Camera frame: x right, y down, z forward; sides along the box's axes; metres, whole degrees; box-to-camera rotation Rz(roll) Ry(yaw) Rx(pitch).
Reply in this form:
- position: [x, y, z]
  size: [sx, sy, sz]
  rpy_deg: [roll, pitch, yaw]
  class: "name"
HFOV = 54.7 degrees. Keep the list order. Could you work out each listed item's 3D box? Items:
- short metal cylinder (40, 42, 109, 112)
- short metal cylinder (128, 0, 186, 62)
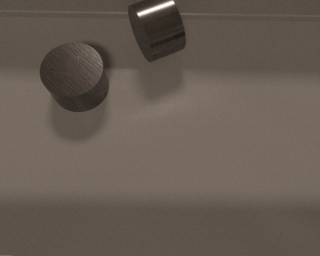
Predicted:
- position: [-0.113, -0.068, 0.420]
  size: [0.081, 0.050, 0.080]
  rpy_deg: [0, 70, 0]
  class: "short metal cylinder"
- position: [-0.005, -0.139, 0.431]
  size: [0.050, 0.080, 0.080]
  rpy_deg: [-24, 72, -9]
  class: "short metal cylinder"
